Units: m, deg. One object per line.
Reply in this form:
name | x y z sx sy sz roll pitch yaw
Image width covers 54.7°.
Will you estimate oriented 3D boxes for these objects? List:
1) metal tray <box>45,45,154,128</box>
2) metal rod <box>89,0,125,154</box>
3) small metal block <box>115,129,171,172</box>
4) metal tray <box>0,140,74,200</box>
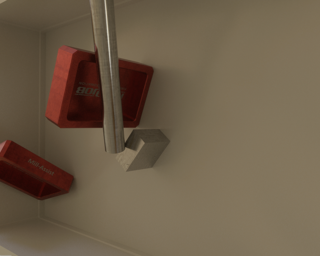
metal tray | -0.072 -0.047 0.395 0.030 0.131 0.089 26 107 37
metal rod | -0.060 -0.111 0.331 0.025 0.025 0.298 17 119 38
small metal block | -0.022 0.028 0.407 0.025 0.050 0.050 48 118 29
metal tray | -0.224 0.076 0.520 0.090 0.130 0.030 -21 44 34
